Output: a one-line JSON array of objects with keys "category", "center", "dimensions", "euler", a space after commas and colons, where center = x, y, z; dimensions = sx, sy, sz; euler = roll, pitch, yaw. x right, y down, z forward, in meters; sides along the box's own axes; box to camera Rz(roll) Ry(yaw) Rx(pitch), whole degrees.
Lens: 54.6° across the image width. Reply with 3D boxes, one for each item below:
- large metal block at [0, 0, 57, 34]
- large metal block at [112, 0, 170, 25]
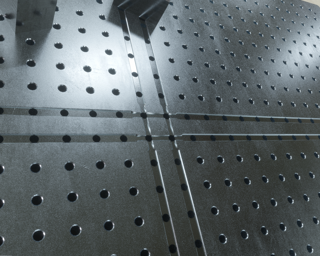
[{"category": "large metal block", "center": [-0.173, -0.181, 0.390], "dimensions": [0.050, 0.080, 0.080], "euler": [-25, 76, -37]}, {"category": "large metal block", "center": [-0.026, -0.232, 0.519], "dimensions": [0.080, 0.050, 0.080], "euler": [21, 54, -16]}]
